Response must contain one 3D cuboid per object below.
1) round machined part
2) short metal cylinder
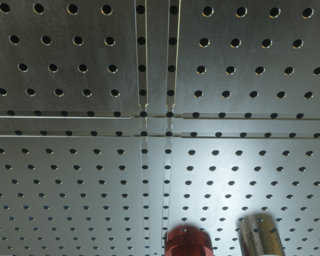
[{"bbox_3d":[0.058,0.258,0.620,0.099,0.042,0.097,0,130,0],"label":"round machined part"},{"bbox_3d":[0.200,0.243,0.604,0.080,0.050,0.079,0,131,0],"label":"short metal cylinder"}]
